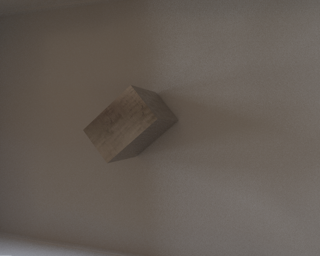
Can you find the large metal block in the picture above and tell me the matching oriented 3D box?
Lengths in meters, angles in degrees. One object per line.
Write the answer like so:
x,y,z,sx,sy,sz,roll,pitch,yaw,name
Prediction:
-0.033,-0.004,0.389,0.080,0.080,0.050,-41,77,15,large metal block
